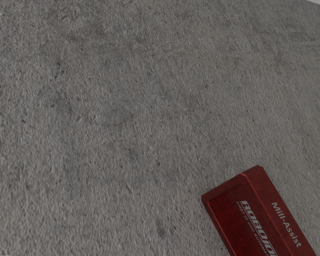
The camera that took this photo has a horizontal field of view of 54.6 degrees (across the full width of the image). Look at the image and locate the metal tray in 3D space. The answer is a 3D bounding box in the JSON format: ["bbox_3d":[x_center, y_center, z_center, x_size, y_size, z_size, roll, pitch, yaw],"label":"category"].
[{"bbox_3d":[0.109,0.118,0.348,0.030,0.090,0.130,-16,70,-34],"label":"metal tray"}]
